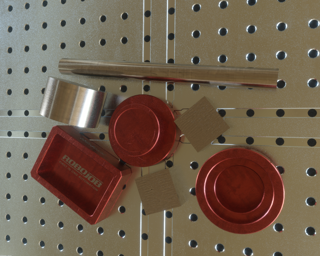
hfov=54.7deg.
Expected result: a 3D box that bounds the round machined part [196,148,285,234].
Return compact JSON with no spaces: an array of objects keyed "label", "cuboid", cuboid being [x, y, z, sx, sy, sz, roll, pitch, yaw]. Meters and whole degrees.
[{"label":"round machined part","cuboid":[0.095,0.071,0.370,0.098,0.042,0.097,0,90,20]}]

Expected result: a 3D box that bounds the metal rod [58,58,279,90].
[{"label":"metal rod","cuboid":[-0.003,-0.075,0.413,0.301,0.025,0.025,7,93,19]}]

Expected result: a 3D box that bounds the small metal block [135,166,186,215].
[{"label":"small metal block","cuboid":[0.001,0.083,0.412,0.050,0.025,0.050,-20,83,18]}]

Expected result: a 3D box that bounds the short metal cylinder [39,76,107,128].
[{"label":"short metal cylinder","cuboid":[-0.118,-0.036,0.425,0.080,0.080,0.050,19,96,19]}]

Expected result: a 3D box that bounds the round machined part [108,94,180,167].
[{"label":"round machined part","cuboid":[-0.026,0.003,0.412,0.098,0.042,0.097,-1,87,19]}]

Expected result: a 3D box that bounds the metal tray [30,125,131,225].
[{"label":"metal tray","cuboid":[-0.117,0.065,0.451,0.130,0.030,0.090,32,101,17]}]

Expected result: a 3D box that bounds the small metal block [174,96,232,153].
[{"label":"small metal block","cuboid":[0.055,-0.005,0.393,0.050,0.025,0.050,-40,78,15]}]
